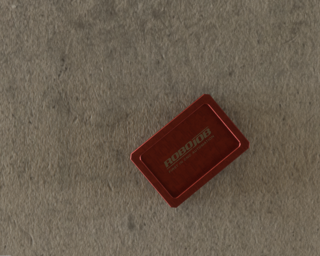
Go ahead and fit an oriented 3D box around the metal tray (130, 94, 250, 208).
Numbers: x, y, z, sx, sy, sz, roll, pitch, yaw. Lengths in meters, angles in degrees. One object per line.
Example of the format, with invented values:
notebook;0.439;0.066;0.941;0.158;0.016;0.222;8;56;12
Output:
metal tray;0.038;0.029;0.407;0.130;0.030;0.090;-40;91;-1
